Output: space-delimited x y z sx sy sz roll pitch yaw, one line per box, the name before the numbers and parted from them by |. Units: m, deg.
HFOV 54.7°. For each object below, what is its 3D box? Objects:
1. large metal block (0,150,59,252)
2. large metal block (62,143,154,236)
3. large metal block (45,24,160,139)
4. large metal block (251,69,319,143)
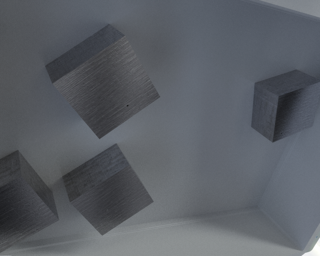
large metal block | -0.174 0.085 0.350 0.080 0.050 0.080 -28 128 -10
large metal block | -0.066 0.081 0.406 0.080 0.050 0.080 -32 129 -8
large metal block | -0.059 -0.049 0.330 0.080 0.050 0.080 -36 129 -5
large metal block | 0.191 -0.035 0.475 0.081 0.050 0.079 -19 126 -17
